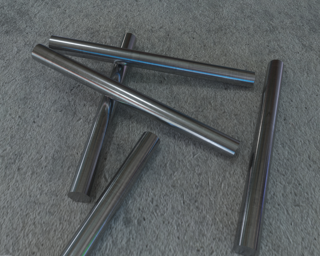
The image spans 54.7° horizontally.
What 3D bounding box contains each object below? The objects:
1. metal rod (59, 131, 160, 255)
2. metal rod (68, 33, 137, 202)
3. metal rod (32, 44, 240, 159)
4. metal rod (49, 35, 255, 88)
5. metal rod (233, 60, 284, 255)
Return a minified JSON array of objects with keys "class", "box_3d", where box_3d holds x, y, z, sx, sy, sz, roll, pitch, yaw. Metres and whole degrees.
[{"class":"metal rod","box_3d":[-0.077,0.116,0.304,0.025,0.025,0.301,21,53,16]},{"class":"metal rod","box_3d":[-0.070,-0.038,0.434,0.025,0.025,0.300,5,50,4]},{"class":"metal rod","box_3d":[-0.039,-0.040,0.408,0.301,0.025,0.025,27,55,10]},{"class":"metal rod","box_3d":[-0.010,-0.098,0.460,0.302,0.025,0.025,10,50,-2]},{"class":"metal rod","box_3d":[0.133,0.012,0.393,0.025,0.025,0.301,15,51,12]}]
